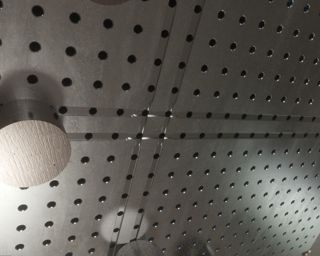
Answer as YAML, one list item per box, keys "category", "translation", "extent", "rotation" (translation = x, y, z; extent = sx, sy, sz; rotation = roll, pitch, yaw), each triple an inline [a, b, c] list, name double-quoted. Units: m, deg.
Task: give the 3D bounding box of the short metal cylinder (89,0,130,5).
- category: "short metal cylinder"
  translation: [-0.052, -0.154, 0.272]
  extent: [0.081, 0.050, 0.079]
  rotation: [-14, 125, -21]

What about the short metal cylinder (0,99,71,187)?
- category: "short metal cylinder"
  translation: [-0.140, 0.016, 0.329]
  extent: [0.081, 0.050, 0.079]
  rotation: [-14, 125, -21]

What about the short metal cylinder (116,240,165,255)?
- category: "short metal cylinder"
  translation: [-0.032, 0.232, 0.504]
  extent: [0.081, 0.080, 0.050]
  rotation: [-12, 124, -23]
